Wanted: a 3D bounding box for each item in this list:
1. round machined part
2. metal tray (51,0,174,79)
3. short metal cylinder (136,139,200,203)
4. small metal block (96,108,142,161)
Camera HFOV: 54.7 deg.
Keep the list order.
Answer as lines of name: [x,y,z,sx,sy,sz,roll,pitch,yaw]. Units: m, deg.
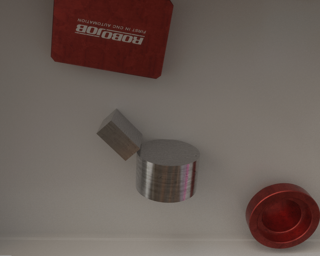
round machined part: [0.173,0.122,0.450,0.099,0.042,0.097,0,110,-1]
metal tray: [-0.056,-0.115,0.366,0.131,0.030,0.089,9,110,-4]
short metal cylinder: [0.009,0.053,0.402,0.081,0.080,0.050,3,110,-2]
small metal block: [-0.051,0.007,0.400,0.025,0.050,0.050,-40,106,13]
